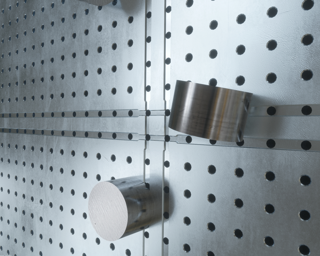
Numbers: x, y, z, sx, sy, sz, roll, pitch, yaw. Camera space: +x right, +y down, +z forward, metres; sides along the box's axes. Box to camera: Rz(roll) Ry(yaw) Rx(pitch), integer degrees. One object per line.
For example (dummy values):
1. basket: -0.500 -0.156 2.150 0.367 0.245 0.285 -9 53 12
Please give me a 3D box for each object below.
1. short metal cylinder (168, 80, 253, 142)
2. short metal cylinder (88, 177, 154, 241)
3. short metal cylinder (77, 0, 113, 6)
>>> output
1. short metal cylinder: 0.053 -0.019 0.329 0.080 0.081 0.050 17 101 38
2. short metal cylinder: -0.056 0.112 0.437 0.080 0.050 0.079 0 90 39
3. short metal cylinder: -0.103 -0.226 0.456 0.050 0.081 0.079 29 108 36
